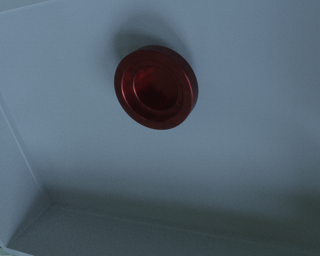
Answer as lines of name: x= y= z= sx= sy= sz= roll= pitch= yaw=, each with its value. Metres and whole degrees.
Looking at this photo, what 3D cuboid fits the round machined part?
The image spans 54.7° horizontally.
round machined part: x=-0.001 y=-0.050 z=0.366 sx=0.098 sy=0.042 sz=0.097 roll=13 pitch=124 yaw=20
